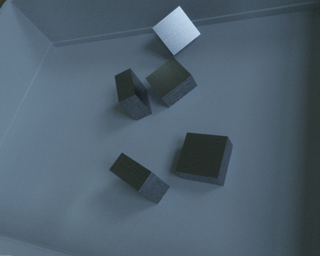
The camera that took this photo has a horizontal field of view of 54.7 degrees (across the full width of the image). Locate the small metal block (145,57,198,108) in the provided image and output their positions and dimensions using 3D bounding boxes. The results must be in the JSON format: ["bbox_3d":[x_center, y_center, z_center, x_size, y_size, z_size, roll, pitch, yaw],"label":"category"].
[{"bbox_3d":[0.016,-0.065,0.436,0.050,0.025,0.050,-38,51,2],"label":"small metal block"}]

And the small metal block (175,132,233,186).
[{"bbox_3d":[0.052,0.035,0.356,0.050,0.025,0.050,5,64,30],"label":"small metal block"}]

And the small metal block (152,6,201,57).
[{"bbox_3d":[0.023,-0.143,0.461,0.050,0.050,0.025,-39,8,2],"label":"small metal block"}]

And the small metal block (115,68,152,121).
[{"bbox_3d":[-0.037,-0.047,0.436,0.025,0.050,0.050,-24,53,14],"label":"small metal block"}]

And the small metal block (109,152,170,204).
[{"bbox_3d":[-0.023,0.059,0.364,0.050,0.050,0.025,27,77,37],"label":"small metal block"}]
